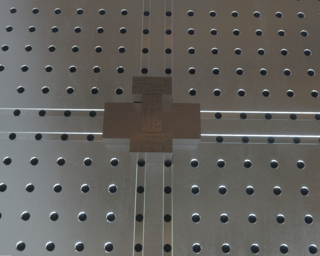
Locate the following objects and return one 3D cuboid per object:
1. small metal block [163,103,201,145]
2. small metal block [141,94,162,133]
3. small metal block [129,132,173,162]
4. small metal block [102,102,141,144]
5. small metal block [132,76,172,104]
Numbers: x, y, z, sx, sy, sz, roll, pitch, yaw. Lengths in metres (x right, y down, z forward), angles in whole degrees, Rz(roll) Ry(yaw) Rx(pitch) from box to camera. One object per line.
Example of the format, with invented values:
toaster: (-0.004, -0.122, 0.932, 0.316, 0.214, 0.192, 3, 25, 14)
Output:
small metal block: (0.028, -0.005, 0.414, 0.050, 0.025, 0.050, 1, 70, 0)
small metal block: (-0.010, -0.010, 0.401, 0.025, 0.050, 0.050, 1, 70, 0)
small metal block: (-0.010, 0.025, 0.389, 0.050, 0.050, 0.025, 1, 70, 0)
small metal block: (-0.048, -0.006, 0.413, 0.050, 0.025, 0.050, 1, 70, 0)
small metal block: (-0.010, -0.046, 0.415, 0.050, 0.050, 0.025, 1, 70, 0)
